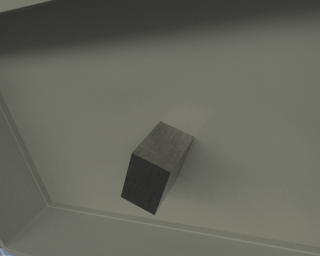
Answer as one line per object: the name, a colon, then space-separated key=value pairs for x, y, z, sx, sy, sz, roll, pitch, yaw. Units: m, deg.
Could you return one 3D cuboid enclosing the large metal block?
large metal block: x=-0.003 y=0.051 z=0.405 sx=0.050 sy=0.080 sz=0.079 roll=26 pitch=127 yaw=12
